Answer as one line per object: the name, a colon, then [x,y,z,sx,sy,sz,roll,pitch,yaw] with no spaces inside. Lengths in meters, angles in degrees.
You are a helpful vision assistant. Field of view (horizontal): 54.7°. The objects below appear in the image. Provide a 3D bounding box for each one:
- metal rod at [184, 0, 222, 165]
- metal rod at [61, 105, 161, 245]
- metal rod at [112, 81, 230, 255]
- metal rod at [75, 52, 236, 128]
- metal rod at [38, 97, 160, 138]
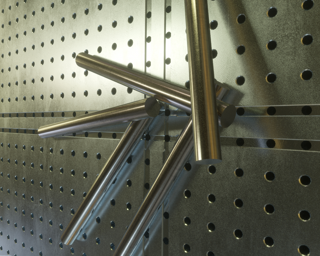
metal rod: [0.040,-0.111,0.331,0.025,0.025,0.299,-17,66,38]
metal rod: [-0.085,0.080,0.476,0.025,0.025,0.298,48,118,29]
metal rod: [0.004,0.074,0.404,0.025,0.025,0.298,41,115,32]
metal rod: [-0.030,-0.062,0.412,0.300,0.025,0.025,27,107,42]
metal rod: [-0.114,-0.009,0.481,0.300,0.025,0.025,-9,85,45]
